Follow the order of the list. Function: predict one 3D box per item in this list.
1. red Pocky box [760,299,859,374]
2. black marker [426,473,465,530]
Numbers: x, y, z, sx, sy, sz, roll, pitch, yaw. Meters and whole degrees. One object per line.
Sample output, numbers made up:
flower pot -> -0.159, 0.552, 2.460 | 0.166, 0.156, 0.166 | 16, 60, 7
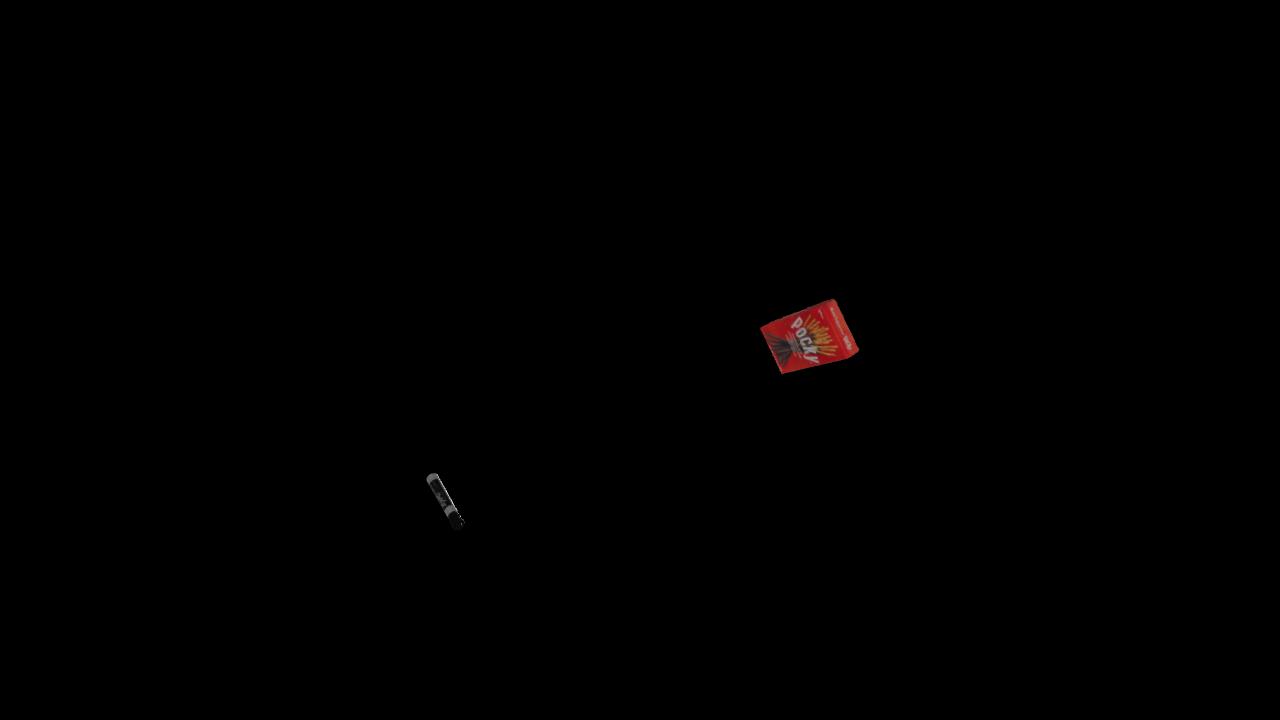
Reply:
red Pocky box -> 0.241, -0.031, 0.894 | 0.028, 0.083, 0.155 | -25, 1, -24
black marker -> -0.298, 0.216, 0.941 | 0.020, 0.020, 0.121 | 0, 29, -40
